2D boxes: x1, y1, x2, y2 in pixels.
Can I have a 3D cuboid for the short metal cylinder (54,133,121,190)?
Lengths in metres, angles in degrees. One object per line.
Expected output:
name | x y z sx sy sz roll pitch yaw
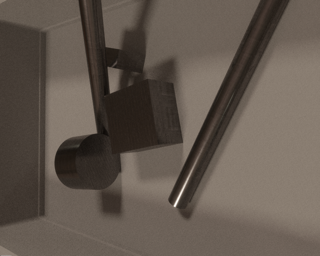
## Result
short metal cylinder | -0.105 0.050 0.455 0.050 0.081 0.080 -8 85 39

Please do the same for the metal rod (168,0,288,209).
metal rod | 0.077 -0.038 0.342 0.025 0.025 0.298 35 111 34

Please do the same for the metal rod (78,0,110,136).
metal rod | -0.080 -0.105 0.378 0.025 0.025 0.298 37 142 33

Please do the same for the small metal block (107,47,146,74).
small metal block | -0.057 -0.096 0.436 0.050 0.050 0.025 19 102 38

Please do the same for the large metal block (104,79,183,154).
large metal block | -0.023 -0.012 0.407 0.080 0.050 0.080 -15 81 38
